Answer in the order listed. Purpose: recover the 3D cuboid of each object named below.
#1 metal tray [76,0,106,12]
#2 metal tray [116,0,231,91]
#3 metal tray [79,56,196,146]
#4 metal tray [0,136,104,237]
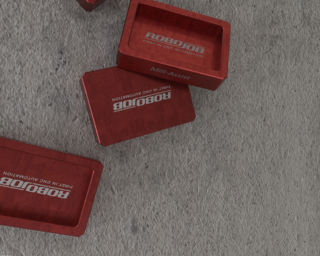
[{"bbox_3d":[-0.069,-0.219,0.380,0.130,0.030,0.090,-45,104,-15],"label":"metal tray"},{"bbox_3d":[0.019,-0.105,0.384,0.131,0.030,0.090,13,65,-8],"label":"metal tray"},{"bbox_3d":[-0.026,-0.037,0.396,0.131,0.030,0.089,-16,96,-19],"label":"metal tray"},{"bbox_3d":[-0.141,0.066,0.354,0.131,0.030,0.090,17,84,-19],"label":"metal tray"}]
